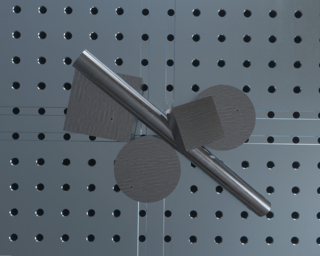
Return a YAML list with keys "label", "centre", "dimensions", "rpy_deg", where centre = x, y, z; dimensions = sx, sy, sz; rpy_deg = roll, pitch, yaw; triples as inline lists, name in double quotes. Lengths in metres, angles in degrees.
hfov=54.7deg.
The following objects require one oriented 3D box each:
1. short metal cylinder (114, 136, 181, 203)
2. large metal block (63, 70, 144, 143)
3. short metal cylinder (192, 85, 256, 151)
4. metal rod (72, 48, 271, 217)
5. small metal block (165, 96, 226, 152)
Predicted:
- label: "short metal cylinder"
  centre: [-0.015, 0.050, 0.397]
  dimensions: [0.081, 0.050, 0.079]
  rpy_deg: [0, 90, 0]
- label: "large metal block"
  centre: [-0.068, -0.029, 0.395]
  dimensions: [0.080, 0.050, 0.080]
  rpy_deg: [11, 90, 0]
- label: "short metal cylinder"
  centre: [0.075, -0.013, 0.398]
  dimensions: [0.081, 0.050, 0.079]
  rpy_deg: [0, 90, 0]
- label: "metal rod"
  centre: [0.025, 0.015, 0.375]
  dimensions: [0.301, 0.025, 0.025]
  rpy_deg: [39, 90, -14]
- label: "small metal block"
  centre: [0.040, -0.004, 0.353]
  dimensions: [0.050, 0.025, 0.050]
  rpy_deg: [-18, 90, -18]
